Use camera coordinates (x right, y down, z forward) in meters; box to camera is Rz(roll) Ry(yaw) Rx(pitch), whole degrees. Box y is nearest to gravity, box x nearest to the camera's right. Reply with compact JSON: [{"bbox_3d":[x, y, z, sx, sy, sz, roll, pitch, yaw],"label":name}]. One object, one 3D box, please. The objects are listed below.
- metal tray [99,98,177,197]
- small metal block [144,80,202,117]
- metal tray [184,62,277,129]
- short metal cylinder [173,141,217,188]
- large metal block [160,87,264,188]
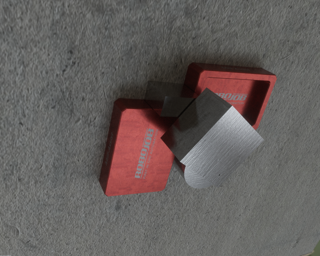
[{"bbox_3d":[-0.024,0.027,0.410,0.091,0.030,0.129,1,118,-29],"label":"metal tray"},{"bbox_3d":[0.015,-0.036,0.378,0.050,0.050,0.025,1,118,-29],"label":"small metal block"},{"bbox_3d":[0.092,-0.040,0.431,0.131,0.030,0.089,-2,119,-28],"label":"metal tray"},{"bbox_3d":[0.059,0.040,0.449,0.081,0.050,0.079,-13,124,-20],"label":"short metal cylinder"},{"bbox_3d":[0.063,0.013,0.368,0.080,0.050,0.080,-48,129,6],"label":"large metal block"}]
